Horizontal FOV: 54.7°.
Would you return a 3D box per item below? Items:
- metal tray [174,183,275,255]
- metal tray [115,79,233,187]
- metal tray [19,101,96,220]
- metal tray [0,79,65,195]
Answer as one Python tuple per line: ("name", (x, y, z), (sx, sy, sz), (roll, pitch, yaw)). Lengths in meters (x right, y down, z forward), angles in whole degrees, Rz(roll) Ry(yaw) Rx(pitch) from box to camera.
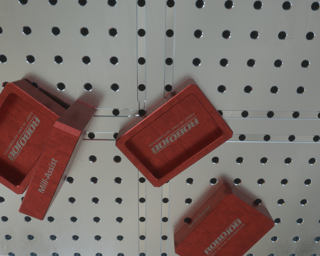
("metal tray", (0.094, 0.157, 0.470), (0.090, 0.030, 0.129), (35, 106, -13))
("metal tray", (0.018, 0.009, 0.414), (0.130, 0.030, 0.090), (-37, 107, 12))
("metal tray", (-0.127, 0.039, 0.391), (0.030, 0.090, 0.129), (25, 108, -9))
("metal tray", (-0.183, 0.013, 0.406), (0.090, 0.030, 0.129), (37, 107, -7))
